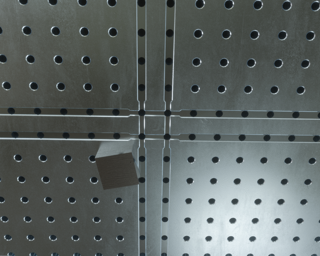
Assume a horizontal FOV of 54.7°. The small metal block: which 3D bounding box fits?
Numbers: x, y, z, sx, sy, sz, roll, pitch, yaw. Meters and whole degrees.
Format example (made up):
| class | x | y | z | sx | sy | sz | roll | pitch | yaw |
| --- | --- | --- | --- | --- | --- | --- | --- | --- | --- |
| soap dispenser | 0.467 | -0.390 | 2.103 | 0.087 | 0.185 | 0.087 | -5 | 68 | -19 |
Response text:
| class | x | y | z | sx | sy | sz | roll | pitch | yaw |
| --- | --- | --- | --- | --- | --- | --- | --- | --- | --- |
| small metal block | -0.058 | 0.055 | 0.433 | 0.050 | 0.025 | 0.050 | -10 | 110 | 3 |
